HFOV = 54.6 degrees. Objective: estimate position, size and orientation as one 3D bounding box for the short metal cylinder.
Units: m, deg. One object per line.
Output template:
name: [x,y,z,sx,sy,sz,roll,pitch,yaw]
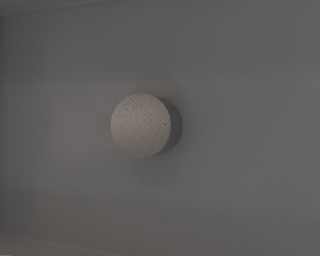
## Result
short metal cylinder: [-0.016,-0.003,0.403,0.080,0.050,0.080,0,90,20]
